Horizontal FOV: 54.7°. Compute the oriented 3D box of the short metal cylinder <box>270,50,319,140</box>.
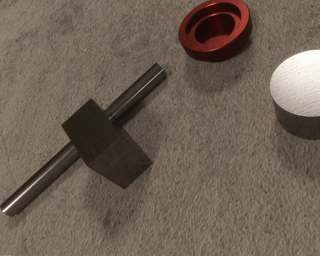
[{"bbox_3d":[0.161,-0.034,0.324,0.080,0.050,0.080,-13,56,20],"label":"short metal cylinder"}]

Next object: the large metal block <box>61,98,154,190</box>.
[{"bbox_3d":[-0.065,0.021,0.389,0.050,0.080,0.080,-43,51,-2],"label":"large metal block"}]

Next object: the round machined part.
[{"bbox_3d":[0.079,-0.131,0.431,0.098,0.042,0.098,-13,56,20],"label":"round machined part"}]

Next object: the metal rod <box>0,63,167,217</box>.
[{"bbox_3d":[-0.108,0.016,0.448,0.300,0.025,0.025,-43,51,-2],"label":"metal rod"}]
